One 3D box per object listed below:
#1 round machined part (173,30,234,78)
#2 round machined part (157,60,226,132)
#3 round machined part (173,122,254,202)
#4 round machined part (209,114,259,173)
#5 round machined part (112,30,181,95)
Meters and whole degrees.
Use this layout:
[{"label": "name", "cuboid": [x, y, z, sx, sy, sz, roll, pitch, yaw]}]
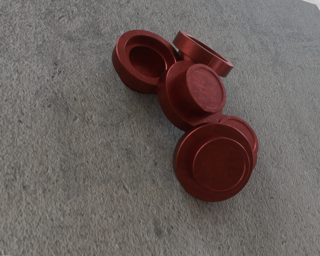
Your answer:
[{"label": "round machined part", "cuboid": [0.060, -0.105, 0.475, 0.098, 0.042, 0.098, 29, 21, -12]}, {"label": "round machined part", "cuboid": [0.048, -0.045, 0.407, 0.099, 0.042, 0.098, 14, 64, -32]}, {"label": "round machined part", "cuboid": [0.068, 0.043, 0.374, 0.099, 0.042, 0.097, -1, 95, -9]}, {"label": "round machined part", "cuboid": [0.098, 0.021, 0.436, 0.099, 0.042, 0.098, 14, 56, -21]}, {"label": "round machined part", "cuboid": [-0.021, -0.087, 0.438, 0.099, 0.042, 0.098, 14, 56, -21]}]
